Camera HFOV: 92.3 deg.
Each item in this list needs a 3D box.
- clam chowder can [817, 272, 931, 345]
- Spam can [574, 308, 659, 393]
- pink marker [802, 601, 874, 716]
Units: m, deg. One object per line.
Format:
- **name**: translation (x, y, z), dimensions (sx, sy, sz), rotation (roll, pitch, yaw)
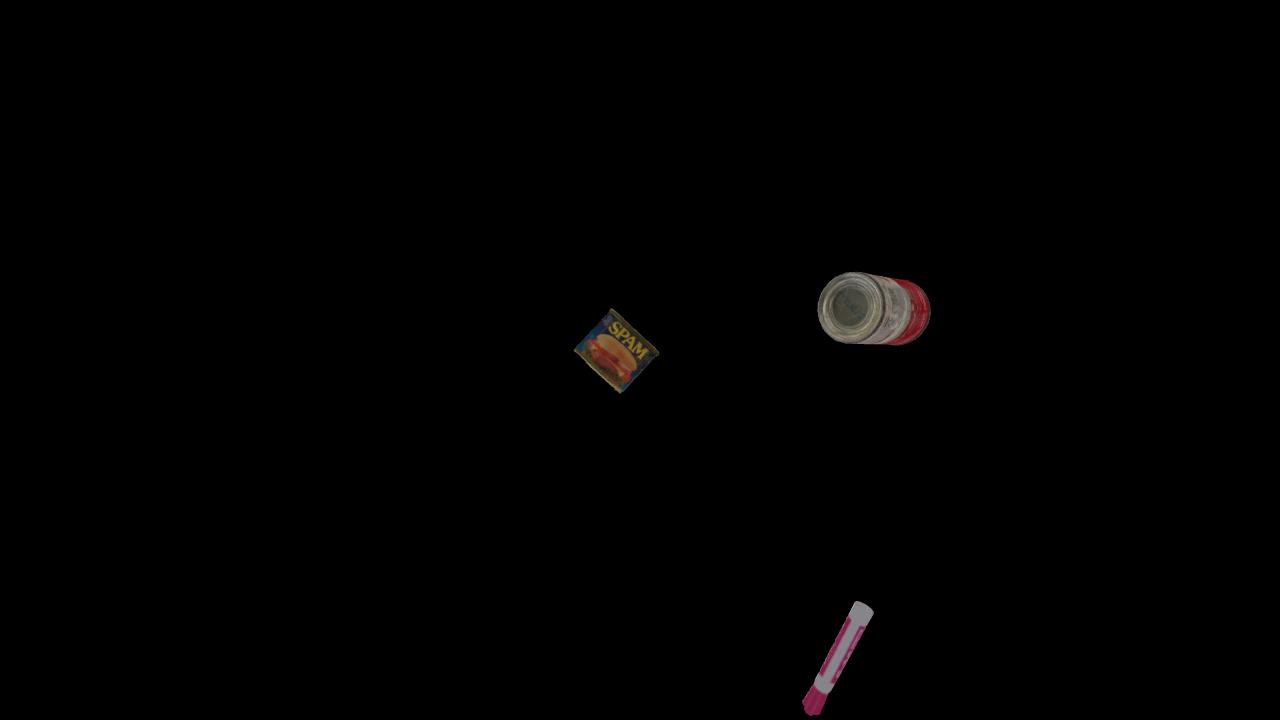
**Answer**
- **clam chowder can**: translation (0.226, -0.048, 0.593), dimensions (0.102, 0.068, 0.068), rotation (-1, 1, -44)
- **Spam can**: translation (-0.036, -0.012, 0.927), dimensions (0.101, 0.085, 0.058), rotation (43, -6, 1)
- **pink marker**: translation (0.188, 0.288, 0.589), dimensions (0.020, 0.121, 0.020), rotation (24, 8, -3)
